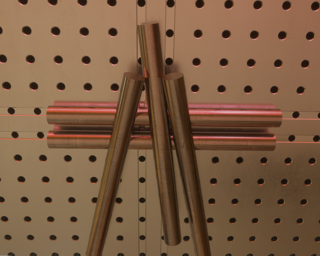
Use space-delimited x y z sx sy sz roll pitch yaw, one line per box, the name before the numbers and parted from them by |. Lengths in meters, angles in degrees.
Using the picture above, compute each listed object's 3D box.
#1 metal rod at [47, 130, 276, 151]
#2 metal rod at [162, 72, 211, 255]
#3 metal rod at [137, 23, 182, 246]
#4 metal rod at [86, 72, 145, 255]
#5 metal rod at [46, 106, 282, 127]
metal rod | 0.003 0.017 0.420 0.302 0.025 0.025 1 110 -1
metal rod | 0.041 0.071 0.420 0.025 0.025 0.298 -10 117 3
metal rod | 0.003 0.023 0.396 0.025 0.025 0.298 -6 110 2
metal rod | -0.066 0.069 0.418 0.025 0.025 0.298 13 117 -5
metal rod | 0.007 -0.015 0.408 0.302 0.025 0.025 1 110 -1
